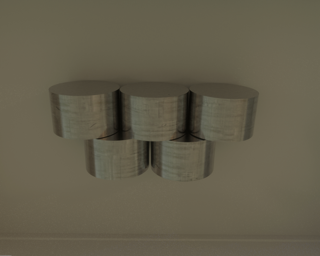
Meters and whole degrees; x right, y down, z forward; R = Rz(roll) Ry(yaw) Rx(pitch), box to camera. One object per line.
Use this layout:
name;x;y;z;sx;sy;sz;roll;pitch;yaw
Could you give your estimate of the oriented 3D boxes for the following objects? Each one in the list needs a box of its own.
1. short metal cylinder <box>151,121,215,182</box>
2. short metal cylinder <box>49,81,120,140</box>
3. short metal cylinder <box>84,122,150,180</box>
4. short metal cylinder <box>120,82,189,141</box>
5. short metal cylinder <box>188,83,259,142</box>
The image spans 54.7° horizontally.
short metal cylinder;0.029;0.025;0.390;0.081;0.080;0.050;1;110;-1
short metal cylinder;-0.088;-0.024;0.370;0.081;0.080;0.050;1;110;-1
short metal cylinder;-0.053;0.023;0.388;0.081;0.080;0.050;1;110;-1
short metal cylinder;-0.007;-0.022;0.372;0.081;0.080;0.050;1;110;-1
short metal cylinder;0.074;-0.021;0.373;0.081;0.080;0.050;2;110;-1
